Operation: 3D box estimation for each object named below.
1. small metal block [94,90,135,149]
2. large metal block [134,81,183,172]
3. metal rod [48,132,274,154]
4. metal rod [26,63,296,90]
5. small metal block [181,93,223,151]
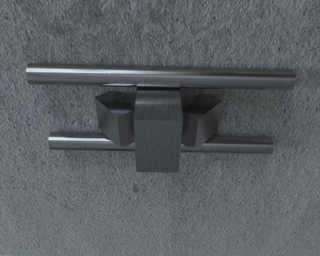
[{"bbox_3d":[-0.054,-0.011,0.381,0.025,0.050,0.050,-28,139,-30],"label":"small metal block"},{"bbox_3d":[-0.002,-0.003,0.373,0.050,0.080,0.079,1,130,-1],"label":"large metal block"},{"bbox_3d":[0.003,0.021,0.427,0.302,0.025,0.025,1,130,-2],"label":"metal rod"},{"bbox_3d":[0.003,-0.059,0.358,0.302,0.025,0.025,1,130,-2],"label":"metal rod"},{"bbox_3d":[0.050,-0.008,0.385,0.025,0.050,0.050,30,138,30],"label":"small metal block"}]
